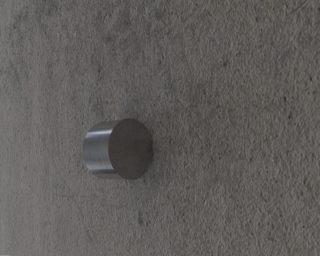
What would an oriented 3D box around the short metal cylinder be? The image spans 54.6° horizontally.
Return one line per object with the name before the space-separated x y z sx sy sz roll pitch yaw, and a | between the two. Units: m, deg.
short metal cylinder | -0.055 0.029 0.416 0.050 0.081 0.080 -7 86 40
